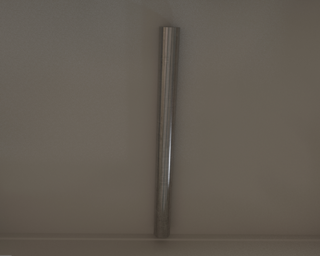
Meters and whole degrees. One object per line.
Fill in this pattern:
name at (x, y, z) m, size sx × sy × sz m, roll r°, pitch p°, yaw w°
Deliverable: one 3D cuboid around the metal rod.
metal rod at (0.007, 0.020, 0.418) m, size 0.025 × 0.025 × 0.298 m, roll 1°, pitch 110°, yaw -1°
